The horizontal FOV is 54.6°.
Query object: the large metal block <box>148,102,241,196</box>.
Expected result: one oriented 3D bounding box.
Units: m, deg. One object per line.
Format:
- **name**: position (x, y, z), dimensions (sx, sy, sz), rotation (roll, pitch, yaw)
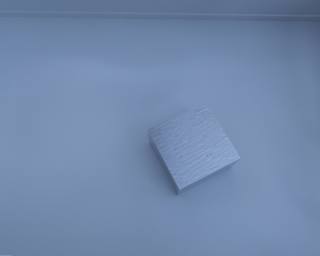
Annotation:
- **large metal block**: position (0.039, 0.027, 0.387), dimensions (0.080, 0.050, 0.080), rotation (-26, 72, -9)
